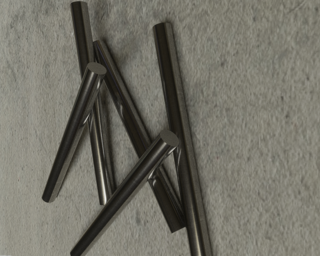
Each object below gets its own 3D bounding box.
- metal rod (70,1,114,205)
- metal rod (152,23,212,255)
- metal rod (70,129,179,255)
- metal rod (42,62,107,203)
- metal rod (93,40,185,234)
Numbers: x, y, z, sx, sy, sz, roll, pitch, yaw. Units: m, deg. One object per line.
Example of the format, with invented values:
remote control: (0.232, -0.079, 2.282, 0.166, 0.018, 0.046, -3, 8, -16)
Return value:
metal rod: (-0.099, -0.035, 0.462, 0.025, 0.025, 0.298, -6, 93, 39)
metal rod: (0.026, 0.015, 0.381, 0.025, 0.025, 0.298, -15, 80, 38)
metal rod: (-0.063, 0.110, 0.432, 0.025, 0.025, 0.298, 55, 128, 25)
metal rod: (-0.142, 0.026, 0.482, 0.025, 0.025, 0.298, 53, 132, 26)
metal rod: (-0.036, -0.002, 0.432, 0.025, 0.025, 0.299, -39, 67, 33)
